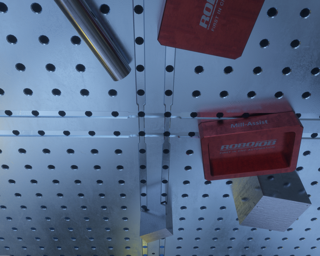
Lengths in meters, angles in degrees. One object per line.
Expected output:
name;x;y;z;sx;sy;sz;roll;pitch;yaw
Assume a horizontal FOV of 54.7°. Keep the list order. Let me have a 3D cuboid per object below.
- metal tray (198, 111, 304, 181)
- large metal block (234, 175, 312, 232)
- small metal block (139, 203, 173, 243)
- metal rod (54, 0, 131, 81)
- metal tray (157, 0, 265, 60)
metal tray;0.124;0.028;0.434;0.131;0.030;0.089;-7;130;5
large metal block;0.178;0.119;0.500;0.081;0.050;0.079;12;129;-11
small metal block;-0.006;0.164;0.535;0.050;0.050;0.025;-23;127;18
metal rod;-0.115;-0.162;0.271;0.025;0.025;0.300;-23;127;18
metal tray;0.054;-0.136;0.293;0.091;0.030;0.129;9;130;-8
